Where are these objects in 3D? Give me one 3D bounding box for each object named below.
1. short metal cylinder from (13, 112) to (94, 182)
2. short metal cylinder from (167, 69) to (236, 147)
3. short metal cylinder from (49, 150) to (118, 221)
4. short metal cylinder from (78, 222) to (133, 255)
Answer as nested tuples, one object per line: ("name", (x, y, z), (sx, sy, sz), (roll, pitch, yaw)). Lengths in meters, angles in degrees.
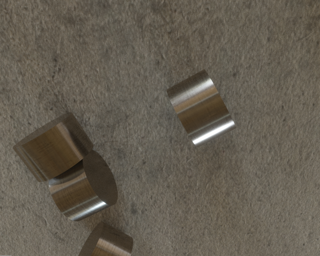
("short metal cylinder", (-0.131, 0.022, 0.386), (0.080, 0.080, 0.050), (-27, 107, 9))
("short metal cylinder", (0.050, -0.023, 0.373), (0.050, 0.080, 0.080), (-28, 108, 9))
("short metal cylinder", (-0.098, 0.074, 0.407), (0.050, 0.080, 0.080), (-27, 108, 9))
("short metal cylinder", (-0.082, 0.184, 0.447), (0.050, 0.080, 0.080), (33, 107, -12))
